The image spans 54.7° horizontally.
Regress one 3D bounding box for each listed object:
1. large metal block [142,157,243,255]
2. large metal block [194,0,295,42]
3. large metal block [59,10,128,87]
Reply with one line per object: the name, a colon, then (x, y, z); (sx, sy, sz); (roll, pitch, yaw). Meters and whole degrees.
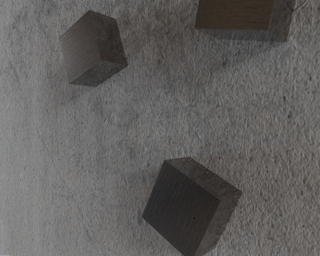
large metal block: (0.035, 0.090, 0.360); (0.080, 0.050, 0.079); (33, 110, 35)
large metal block: (0.089, -0.135, 0.315); (0.080, 0.050, 0.079); (16, 100, 39)
large metal block: (-0.103, -0.118, 0.474); (0.080, 0.050, 0.080); (-24, 75, 37)
